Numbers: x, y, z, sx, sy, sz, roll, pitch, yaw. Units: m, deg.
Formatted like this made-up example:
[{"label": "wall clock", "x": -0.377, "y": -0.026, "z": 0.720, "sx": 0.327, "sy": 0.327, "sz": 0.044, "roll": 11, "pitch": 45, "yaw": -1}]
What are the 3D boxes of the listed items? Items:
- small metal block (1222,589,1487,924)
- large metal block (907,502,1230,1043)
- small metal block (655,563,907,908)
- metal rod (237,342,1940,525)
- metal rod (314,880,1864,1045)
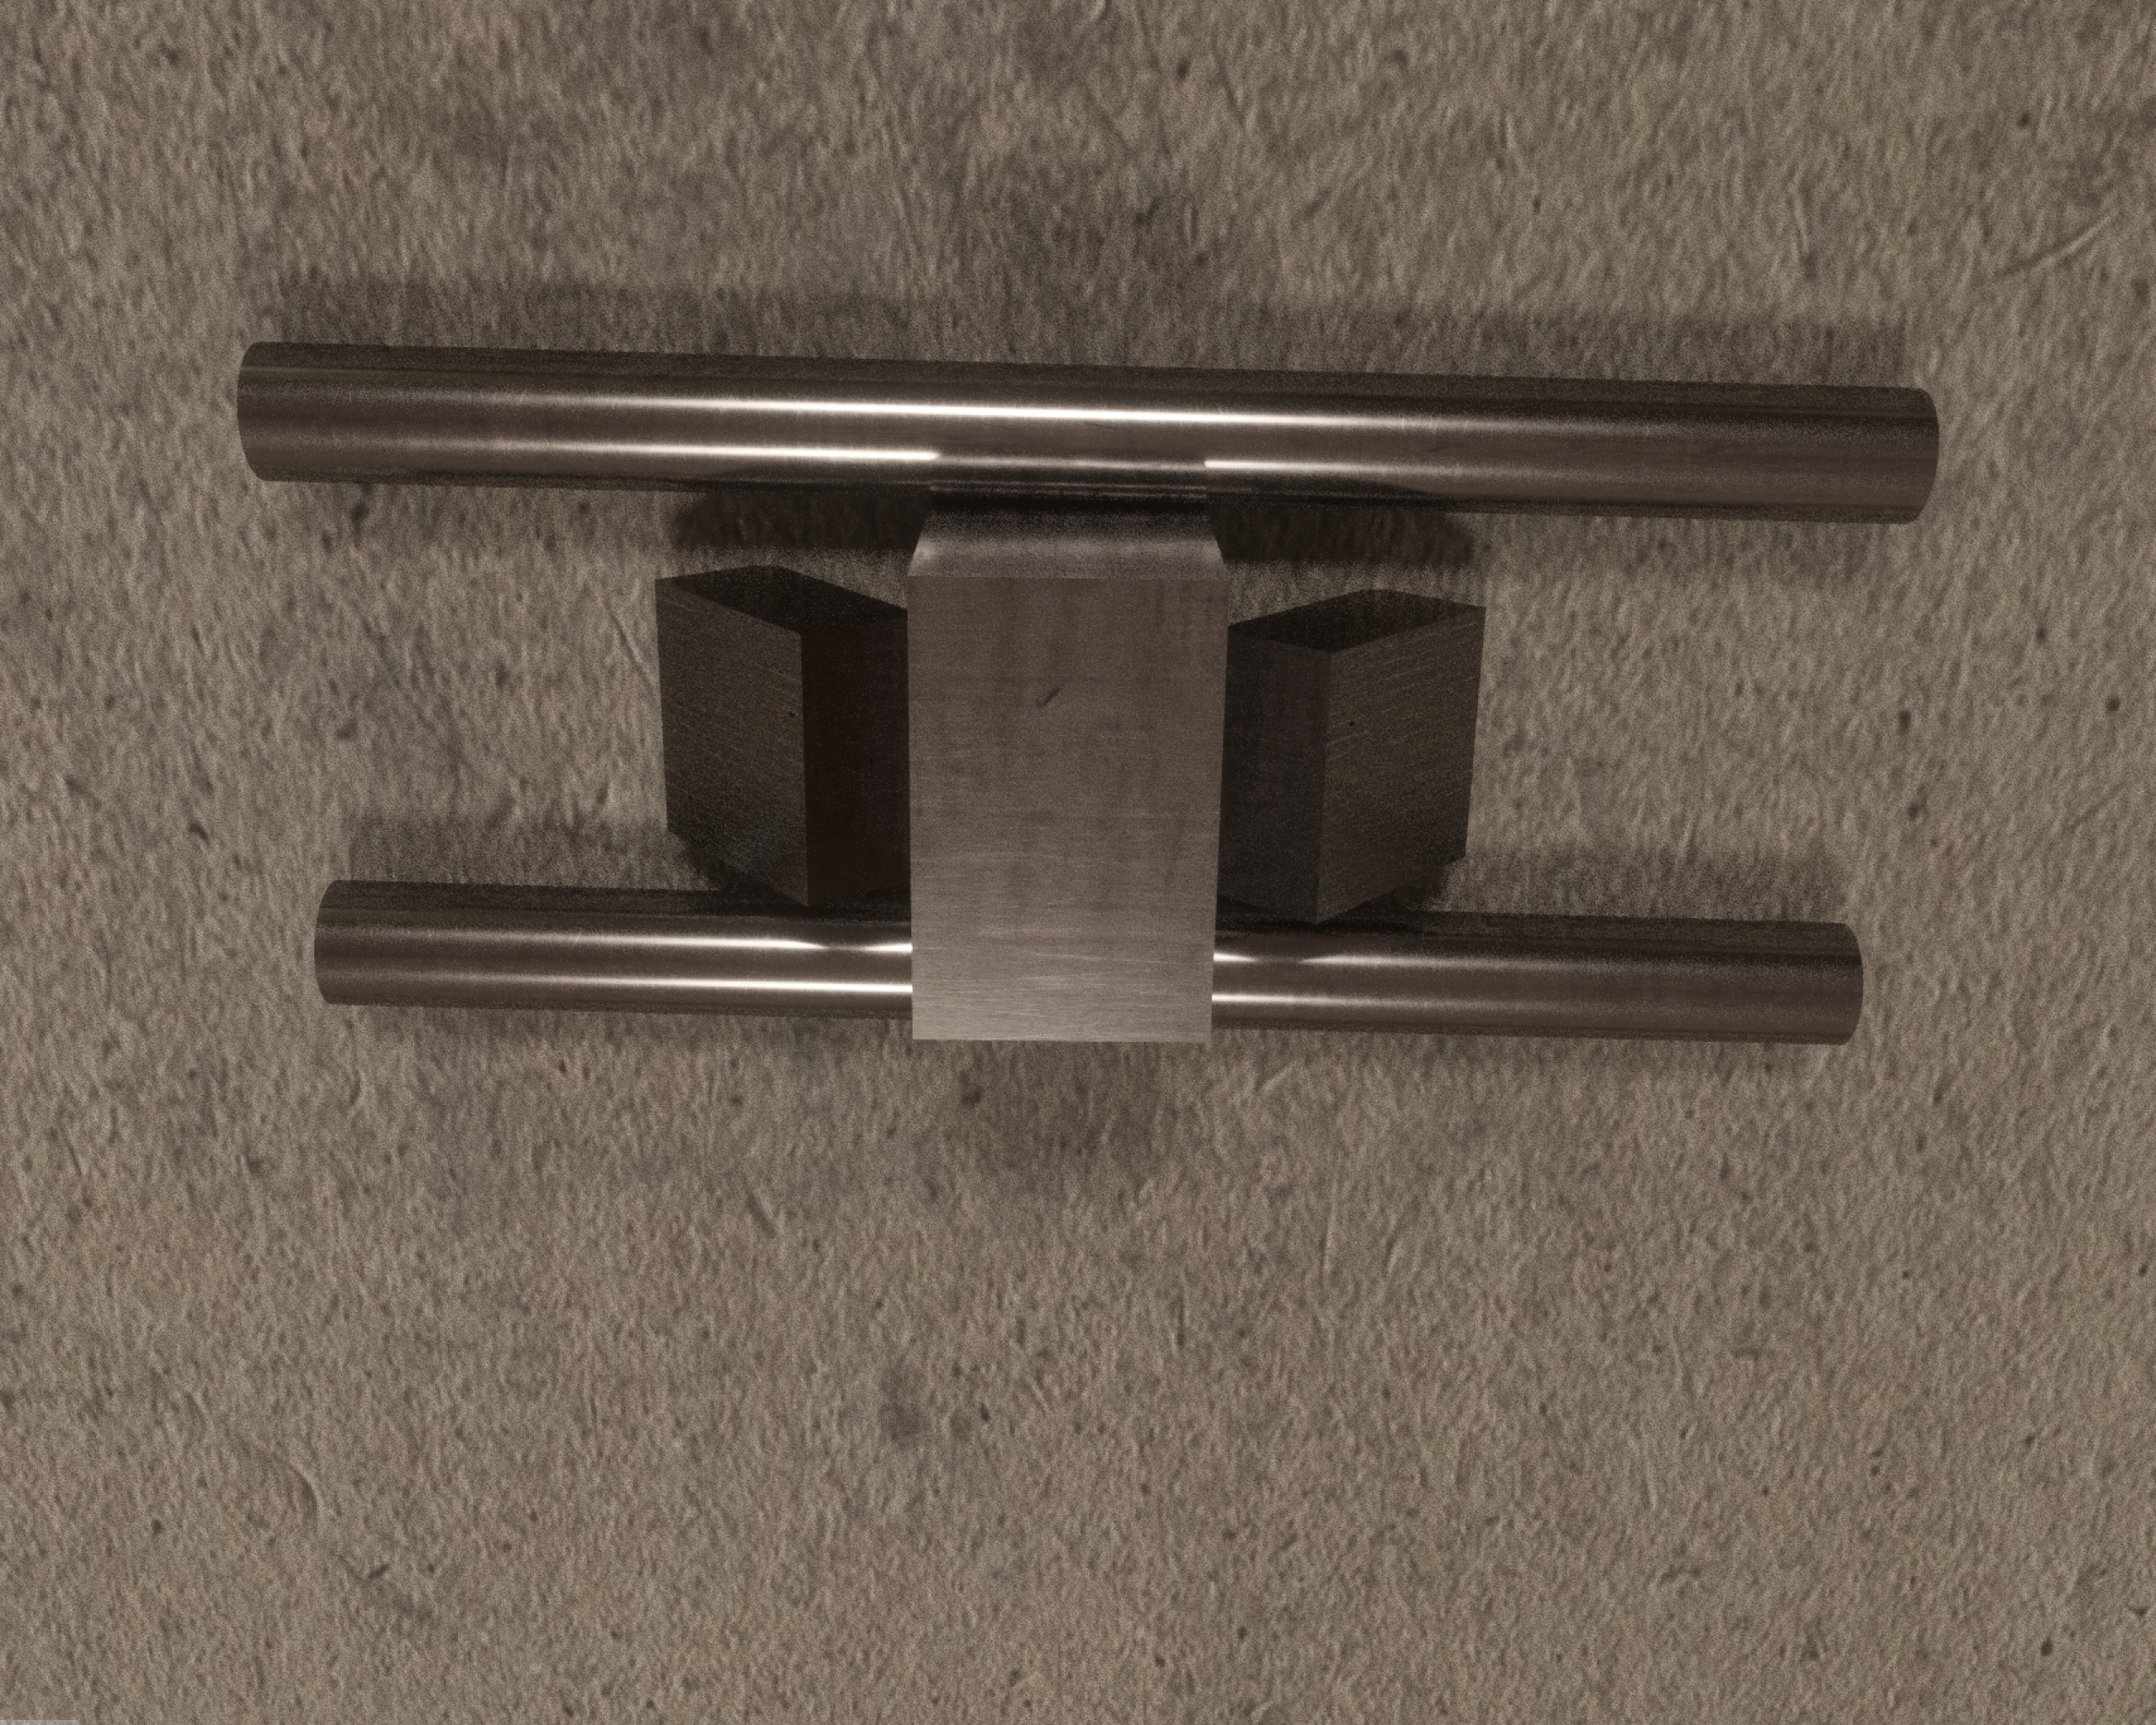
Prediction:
[{"label": "small metal block", "x": 0.050, "y": -0.021, "z": 0.389, "sx": 0.025, "sy": 0.050, "sz": 0.050, "roll": 17, "pitch": 115, "yaw": 38}, {"label": "large metal block", "x": -0.002, "y": -0.021, "z": 0.376, "sx": 0.050, "sy": 0.080, "sz": 0.079, "roll": 1, "pitch": 110, "yaw": -1}, {"label": "small metal block", "x": -0.054, "y": -0.025, "z": 0.386, "sx": 0.025, "sy": 0.050, "sz": 0.050, "roll": -15, "pitch": 116, "yaw": -37}, {"label": "metal rod", "x": 0.003, "y": -0.078, "z": 0.382, "sx": 0.302, "sy": 0.025, "sz": 0.025, "roll": 1, "pitch": 110, "yaw": -1}, {"label": "metal rod", "x": 0.003, "y": 0.020, "z": 0.418, "sx": 0.302, "sy": 0.025, "sz": 0.025, "roll": 2, "pitch": 110, "yaw": -1}]
